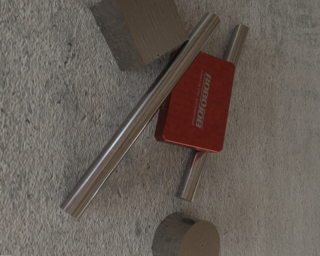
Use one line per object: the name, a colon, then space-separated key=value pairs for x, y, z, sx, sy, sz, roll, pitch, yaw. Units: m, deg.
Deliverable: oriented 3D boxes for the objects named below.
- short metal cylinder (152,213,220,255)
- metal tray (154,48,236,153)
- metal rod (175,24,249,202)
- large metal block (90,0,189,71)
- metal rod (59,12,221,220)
short metal cylinder: x=0.036 y=0.161 z=0.422 sx=0.081 sy=0.050 sz=0.079 roll=0 pitch=90 yaw=-40
metal tray: x=0.050 y=-0.037 z=0.428 sx=0.091 sy=0.030 sz=0.129 roll=14 pitch=81 yaw=-21
metal rod: x=0.086 y=-0.033 z=0.479 sx=0.025 sy=0.025 sz=0.299 roll=34 pitch=69 yaw=-35
large metal block: x=-0.022 y=-0.125 z=0.371 sx=0.080 sy=0.050 sz=0.080 roll=-39 pitch=114 yaw=-33
metal rod: x=-0.013 y=-0.028 z=0.370 sx=0.025 sy=0.025 sz=0.300 roll=46 pitch=70 yaw=-31
